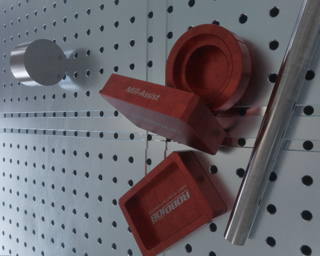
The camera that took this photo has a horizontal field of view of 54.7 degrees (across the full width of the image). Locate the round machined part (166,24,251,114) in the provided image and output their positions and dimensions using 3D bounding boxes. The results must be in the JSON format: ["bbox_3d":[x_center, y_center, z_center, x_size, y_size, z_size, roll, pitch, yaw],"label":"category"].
[{"bbox_3d":[0.057,-0.064,0.351,0.098,0.042,0.097,0,90,40],"label":"round machined part"}]

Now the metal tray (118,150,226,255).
[{"bbox_3d":[0.009,0.100,0.398,0.129,0.030,0.090,-44,64,31],"label":"metal tray"}]

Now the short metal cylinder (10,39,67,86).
[{"bbox_3d":[-0.215,-0.115,0.551,0.050,0.081,0.079,5,93,40],"label":"short metal cylinder"}]

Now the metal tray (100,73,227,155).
[{"bbox_3d":[0.002,-0.017,0.362,0.130,0.090,0.030,20,75,38],"label":"metal tray"}]

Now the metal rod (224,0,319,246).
[{"bbox_3d":[0.120,-0.019,0.310,0.025,0.025,0.298,24,105,37],"label":"metal rod"}]
